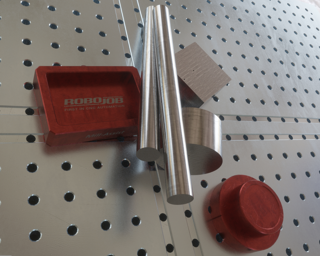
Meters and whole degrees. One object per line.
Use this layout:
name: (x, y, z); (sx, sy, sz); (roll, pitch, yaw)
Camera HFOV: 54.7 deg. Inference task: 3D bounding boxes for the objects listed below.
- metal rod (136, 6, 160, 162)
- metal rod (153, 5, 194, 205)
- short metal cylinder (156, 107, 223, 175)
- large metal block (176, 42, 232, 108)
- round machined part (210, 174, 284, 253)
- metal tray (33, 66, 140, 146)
metal rod: (-0.013, -0.083, 0.421); (0.025, 0.025, 0.300); (18, 45, -19)
metal rod: (0.010, -0.054, 0.376); (0.025, 0.025, 0.300); (13, 50, -22)
short metal cylinder: (0.036, 0.018, 0.383); (0.081, 0.080, 0.050); (19, 55, -18)
large metal block: (0.046, -0.071, 0.462); (0.080, 0.050, 0.080); (47, 51, 4)
round machined part: (0.118, 0.106, 0.398); (0.099, 0.042, 0.098); (14, 56, -21)
metal tray: (-0.079, -0.032, 0.382); (0.131, 0.030, 0.090); (-7, 65, -32)
